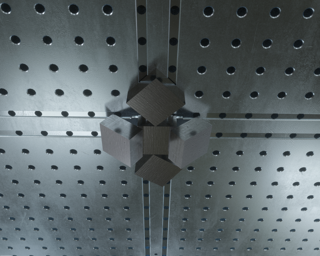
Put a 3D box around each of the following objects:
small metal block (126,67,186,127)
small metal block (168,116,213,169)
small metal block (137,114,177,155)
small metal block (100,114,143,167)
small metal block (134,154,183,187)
[{"bbox_3d":[-0.005,-0.037,0.380,0.050,0.025,0.050,-37,121,26],"label":"small metal block"},{"bbox_3d":[0.039,0.019,0.410,0.050,0.025,0.050,-27,139,-31],"label":"small metal block"},{"bbox_3d":[-0.004,0.009,0.418,0.050,0.025,0.050,1,129,-1],"label":"small metal block"},{"bbox_3d":[-0.050,0.016,0.408,0.050,0.025,0.050,27,137,25],"label":"small metal block"},{"bbox_3d":[-0.002,0.055,0.457,0.050,0.025,0.050,28,125,-20],"label":"small metal block"}]
